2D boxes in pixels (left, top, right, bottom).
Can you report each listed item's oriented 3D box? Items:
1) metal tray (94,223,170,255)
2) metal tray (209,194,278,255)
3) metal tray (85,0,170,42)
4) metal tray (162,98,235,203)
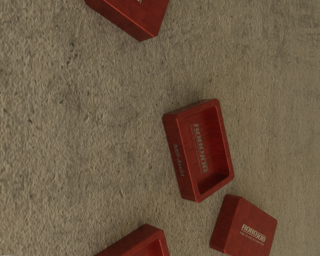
[{"bbox_3d":[-0.024,0.198,0.380,0.091,0.030,0.129,-22,104,-38],"label":"metal tray"},{"bbox_3d":[0.145,0.177,0.523,0.130,0.030,0.090,35,68,-34],"label":"metal tray"},{"bbox_3d":[-0.027,-0.185,0.378,0.090,0.030,0.130,27,73,-37],"label":"metal tray"},{"bbox_3d":[0.059,0.030,0.450,0.091,0.030,0.129,-23,105,-38],"label":"metal tray"}]
